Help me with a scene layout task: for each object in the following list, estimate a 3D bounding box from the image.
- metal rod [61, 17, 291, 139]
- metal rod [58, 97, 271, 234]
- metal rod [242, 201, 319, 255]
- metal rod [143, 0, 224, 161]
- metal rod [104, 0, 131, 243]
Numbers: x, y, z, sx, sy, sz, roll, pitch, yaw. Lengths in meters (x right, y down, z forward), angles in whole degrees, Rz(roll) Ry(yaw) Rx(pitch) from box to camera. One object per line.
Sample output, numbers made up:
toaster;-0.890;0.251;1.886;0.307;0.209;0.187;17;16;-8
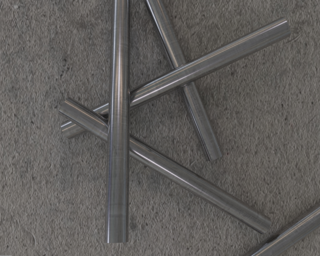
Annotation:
metal rod;0.012;-0.058;0.386;0.301;0.025;0.025;-24;90;9
metal rod;0.012;0.051;0.392;0.301;0.025;0.025;32;90;-7
metal rod;0.106;0.188;0.410;0.301;0.025;0.025;-35;90;0
metal rod;0.018;-0.100;0.409;0.025;0.025;0.299;-21;90;0
metal rod;-0.048;-0.024;0.366;0.025;0.025;0.299;-1;73;0
